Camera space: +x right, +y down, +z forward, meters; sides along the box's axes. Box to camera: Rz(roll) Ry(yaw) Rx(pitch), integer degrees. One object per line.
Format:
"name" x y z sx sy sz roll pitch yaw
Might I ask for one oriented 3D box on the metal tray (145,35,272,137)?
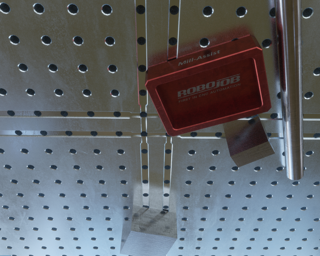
"metal tray" 0.058 -0.045 0.369 0.130 0.030 0.090 -15 129 12

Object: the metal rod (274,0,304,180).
"metal rod" 0.161 -0.039 0.379 0.025 0.025 0.299 -13 129 11

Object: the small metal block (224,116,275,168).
"small metal block" 0.118 0.018 0.411 0.050 0.050 0.025 -25 126 20

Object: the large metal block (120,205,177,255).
"large metal block" -0.021 0.189 0.556 0.081 0.050 0.079 14 129 -12
